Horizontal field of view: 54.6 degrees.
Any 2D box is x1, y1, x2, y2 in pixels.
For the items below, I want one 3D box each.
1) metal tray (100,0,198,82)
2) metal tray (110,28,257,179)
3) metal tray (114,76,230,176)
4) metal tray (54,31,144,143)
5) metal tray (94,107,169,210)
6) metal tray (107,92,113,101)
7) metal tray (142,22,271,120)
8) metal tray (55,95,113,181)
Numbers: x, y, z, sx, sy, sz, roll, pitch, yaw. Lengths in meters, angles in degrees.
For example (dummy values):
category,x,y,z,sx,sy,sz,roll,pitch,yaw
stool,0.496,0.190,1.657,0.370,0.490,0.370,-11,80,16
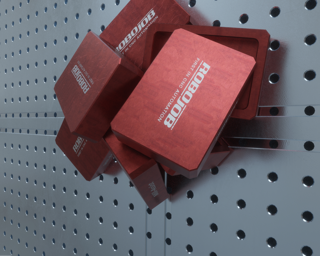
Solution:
category,x,y,z,sx,sy,sz,roll,pitch,yaw
metal tray,-0.026,-0.114,0.404,0.130,0.030,0.090,-43,65,15
metal tray,0.025,-0.028,0.304,0.090,0.030,0.130,27,72,15
metal tray,0.011,-0.008,0.360,0.130,0.091,0.030,52,121,28
metal tray,-0.077,-0.053,0.356,0.090,0.030,0.130,-54,37,10
metal tray,-0.033,0.040,0.377,0.030,0.130,0.090,-34,62,-11
metal tray,-0.072,-0.049,0.466,0.090,0.030,0.129,46,117,30
metal tray,0.046,-0.063,0.340,0.130,0.030,0.089,10,97,19
metal tray,-0.103,0.010,0.463,0.090,0.030,0.129,47,131,12
